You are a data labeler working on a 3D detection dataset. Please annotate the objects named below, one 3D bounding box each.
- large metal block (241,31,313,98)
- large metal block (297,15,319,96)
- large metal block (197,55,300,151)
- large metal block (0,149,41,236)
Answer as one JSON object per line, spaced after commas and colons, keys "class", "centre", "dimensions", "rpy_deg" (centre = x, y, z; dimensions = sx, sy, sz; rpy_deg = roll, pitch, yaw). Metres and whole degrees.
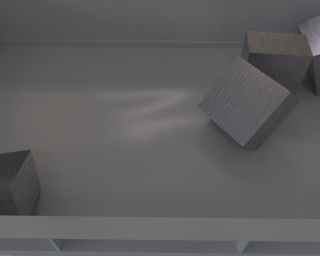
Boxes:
{"class": "large metal block", "centre": [0.158, -0.088, 0.444], "dimensions": [0.080, 0.080, 0.050], "rpy_deg": [5, 50, 4]}
{"class": "large metal block", "centre": [0.241, -0.108, 0.453], "dimensions": [0.050, 0.080, 0.080], "rpy_deg": [-15, 47, 19]}
{"class": "large metal block", "centre": [0.109, -0.030, 0.387], "dimensions": [0.080, 0.050, 0.080], "rpy_deg": [46, 107, 31]}
{"class": "large metal block", "centre": [-0.174, 0.066, 0.311], "dimensions": [0.081, 0.050, 0.080], "rpy_deg": [-8, 21, -7]}
